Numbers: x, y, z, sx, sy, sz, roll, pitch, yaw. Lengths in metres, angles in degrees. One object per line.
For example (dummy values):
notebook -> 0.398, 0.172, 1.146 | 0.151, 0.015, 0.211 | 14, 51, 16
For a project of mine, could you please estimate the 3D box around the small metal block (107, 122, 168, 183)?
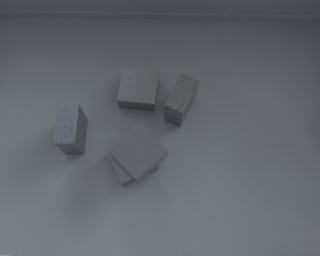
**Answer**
small metal block -> -0.026, 0.030, 0.372 | 0.050, 0.025, 0.050 | -42, 76, -14

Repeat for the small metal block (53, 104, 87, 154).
small metal block -> -0.112, 0.003, 0.394 | 0.025, 0.050, 0.050 | 1, 70, 0

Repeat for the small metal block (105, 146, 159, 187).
small metal block -> -0.035, 0.040, 0.395 | 0.050, 0.025, 0.050 | -26, 72, -9

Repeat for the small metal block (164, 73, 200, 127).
small metal block -> 0.028, -0.036, 0.410 | 0.025, 0.050, 0.050 | 25, 72, 8

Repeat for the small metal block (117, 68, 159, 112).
small metal block -> -0.029, -0.053, 0.429 | 0.050, 0.025, 0.050 | 6, 70, 2
